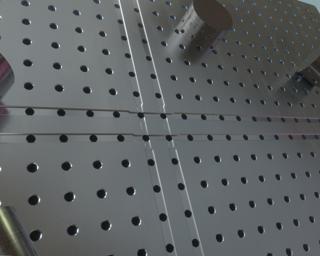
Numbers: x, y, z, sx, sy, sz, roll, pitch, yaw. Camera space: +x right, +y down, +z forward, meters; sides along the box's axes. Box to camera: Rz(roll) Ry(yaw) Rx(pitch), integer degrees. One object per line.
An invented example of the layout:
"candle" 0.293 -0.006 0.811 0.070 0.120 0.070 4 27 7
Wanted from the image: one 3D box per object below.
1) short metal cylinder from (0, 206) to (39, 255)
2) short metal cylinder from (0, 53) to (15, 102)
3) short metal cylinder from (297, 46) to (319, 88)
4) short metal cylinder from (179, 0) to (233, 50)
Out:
"short metal cylinder" -0.140 0.103 0.235 0.081 0.080 0.050 -25 76 -37
"short metal cylinder" -0.193 -0.048 0.298 0.080 0.080 0.050 26 53 -13
"short metal cylinder" 0.331 -0.129 0.634 0.050 0.080 0.080 42 51 0
"short metal cylinder" 0.081 -0.187 0.552 0.081 0.050 0.080 14 56 -21
